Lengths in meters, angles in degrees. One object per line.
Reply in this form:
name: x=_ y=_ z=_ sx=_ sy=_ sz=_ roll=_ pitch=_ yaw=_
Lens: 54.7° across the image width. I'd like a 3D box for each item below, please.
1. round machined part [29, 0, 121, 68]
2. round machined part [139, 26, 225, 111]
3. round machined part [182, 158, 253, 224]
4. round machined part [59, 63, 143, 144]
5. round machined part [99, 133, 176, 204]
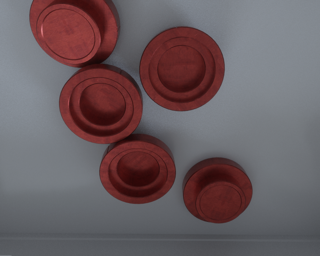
round machined part: x=-0.096 y=-0.111 z=0.346 sx=0.099 sy=0.042 sz=0.097 roll=1 pitch=128 yaw=2
round machined part: x=0.025 y=-0.073 z=0.375 sx=0.099 sy=0.042 sz=0.097 roll=0 pitch=110 yaw=0
round machined part: x=0.082 y=0.095 z=0.438 sx=0.099 sy=0.042 sz=0.097 roll=0 pitch=110 yaw=0
round machined part: x=-0.070 y=-0.033 z=0.386 sx=0.099 sy=0.042 sz=0.097 roll=-1 pitch=116 yaw=-2
round machined part: x=-0.029 y=0.050 z=0.417 sx=0.099 sy=0.042 sz=0.097 roll=-1 pitch=115 yaw=-2
